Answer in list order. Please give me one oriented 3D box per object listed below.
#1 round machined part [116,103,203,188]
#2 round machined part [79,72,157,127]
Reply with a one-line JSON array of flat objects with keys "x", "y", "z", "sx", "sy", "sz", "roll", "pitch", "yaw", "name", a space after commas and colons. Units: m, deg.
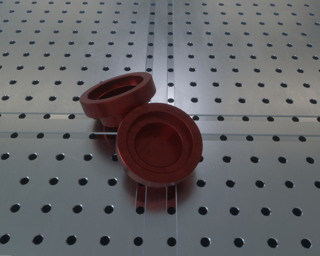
[{"x": -0.003, "y": 0.022, "z": 0.366, "sx": 0.099, "sy": 0.042, "sz": 0.098, "roll": 5, "pitch": 65, "yaw": -10, "name": "round machined part"}, {"x": -0.051, "y": -0.035, "z": 0.409, "sx": 0.098, "sy": 0.042, "sz": 0.098, "roll": -14, "pitch": 26, "yaw": 7, "name": "round machined part"}]
